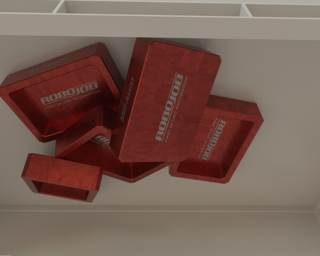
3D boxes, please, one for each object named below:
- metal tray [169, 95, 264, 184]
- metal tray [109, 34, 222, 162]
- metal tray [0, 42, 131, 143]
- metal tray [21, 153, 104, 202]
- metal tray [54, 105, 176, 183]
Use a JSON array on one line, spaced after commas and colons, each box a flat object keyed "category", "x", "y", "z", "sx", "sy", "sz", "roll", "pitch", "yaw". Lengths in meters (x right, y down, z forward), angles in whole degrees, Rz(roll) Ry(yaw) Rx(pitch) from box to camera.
[{"category": "metal tray", "x": 0.070, "y": 0.019, "z": 0.421, "sx": 0.091, "sy": 0.030, "sz": 0.129, "roll": 10, "pitch": 130, "yaw": -9}, {"category": "metal tray", "x": 0.005, "y": -0.026, "z": 0.336, "sx": 0.091, "sy": 0.030, "sz": 0.129, "roll": 3, "pitch": 114, "yaw": -33}, {"category": "metal tray", "x": -0.108, "y": -0.037, "z": 0.370, "sx": 0.130, "sy": 0.030, "sz": 0.090, "roll": -16, "pitch": 129, "yaw": 12}, {"category": "metal tray", "x": -0.131, "y": 0.073, "z": 0.426, "sx": 0.091, "sy": 0.030, "sz": 0.129, "roll": 13, "pitch": 157, "yaw": -12}, {"category": "metal tray", "x": -0.054, "y": 0.027, "z": 0.398, "sx": 0.090, "sy": 0.030, "sz": 0.131, "roll": -31, "pitch": 139, "yaw": 31}]
